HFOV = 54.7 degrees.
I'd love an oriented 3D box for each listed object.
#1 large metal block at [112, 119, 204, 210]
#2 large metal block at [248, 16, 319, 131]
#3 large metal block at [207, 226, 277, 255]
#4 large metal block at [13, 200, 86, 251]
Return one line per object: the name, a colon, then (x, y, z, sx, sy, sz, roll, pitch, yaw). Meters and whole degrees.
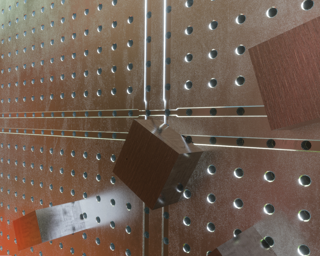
large metal block: (-0.005, 0.043, 0.395, 0.080, 0.050, 0.079, 36, 112, 33)
large metal block: (0.137, -0.047, 0.279, 0.080, 0.050, 0.080, -20, 78, 38)
large metal block: (0.069, 0.153, 0.316, 0.050, 0.081, 0.080, 52, 120, 27)
large metal block: (-0.187, 0.165, 0.525, 0.080, 0.081, 0.050, -29, 72, 36)
